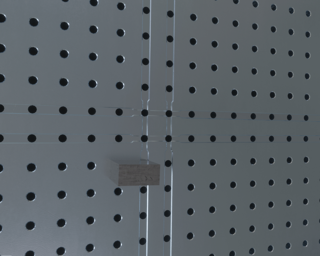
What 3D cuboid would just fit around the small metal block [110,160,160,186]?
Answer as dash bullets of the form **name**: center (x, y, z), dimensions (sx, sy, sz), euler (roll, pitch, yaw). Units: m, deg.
- **small metal block**: center (-0.032, 0.055, 0.387), dimensions (0.050, 0.050, 0.025), euler (3, 89, -20)
